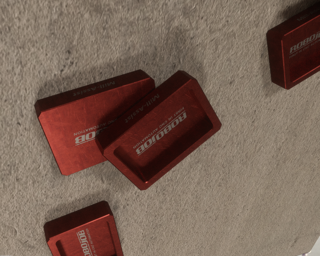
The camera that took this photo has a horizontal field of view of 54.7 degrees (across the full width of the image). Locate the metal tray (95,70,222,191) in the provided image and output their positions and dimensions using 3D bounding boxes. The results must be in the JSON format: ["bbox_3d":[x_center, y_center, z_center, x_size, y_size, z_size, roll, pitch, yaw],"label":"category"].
[{"bbox_3d":[0.002,0.005,0.369,0.130,0.030,0.090,-39,130,-2],"label":"metal tray"}]

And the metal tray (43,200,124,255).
[{"bbox_3d":[-0.106,0.175,0.455,0.091,0.030,0.129,-19,126,-18],"label":"metal tray"}]

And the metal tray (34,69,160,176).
[{"bbox_3d":[-0.066,-0.007,0.364,0.131,0.030,0.089,-20,127,-17],"label":"metal tray"}]

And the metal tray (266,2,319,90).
[{"bbox_3d":[0.220,-0.125,0.449,0.131,0.030,0.090,-30,129,-9],"label":"metal tray"}]
